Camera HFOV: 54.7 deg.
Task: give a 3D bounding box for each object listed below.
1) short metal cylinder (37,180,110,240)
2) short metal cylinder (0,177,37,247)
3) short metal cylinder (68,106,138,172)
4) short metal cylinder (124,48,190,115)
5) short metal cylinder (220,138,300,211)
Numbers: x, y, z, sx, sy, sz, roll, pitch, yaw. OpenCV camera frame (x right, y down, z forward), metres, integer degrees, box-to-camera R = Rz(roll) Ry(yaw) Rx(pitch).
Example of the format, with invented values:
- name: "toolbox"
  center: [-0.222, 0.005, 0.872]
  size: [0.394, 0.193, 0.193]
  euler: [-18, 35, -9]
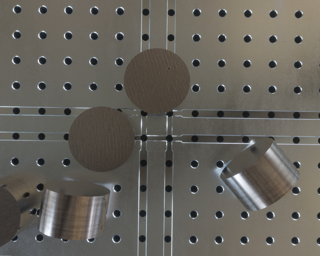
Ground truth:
- name: "short metal cylinder"
  center: [-0.106, 0.099, 0.385]
  size: [0.080, 0.080, 0.050]
  euler: [9, 90, 0]
- name: "short metal cylinder"
  center: [-0.209, 0.107, 0.399]
  size: [0.081, 0.050, 0.079]
  euler: [0, 90, 0]
- name: "short metal cylinder"
  center: [-0.071, 0.013, 0.400]
  size: [0.081, 0.050, 0.079]
  euler: [0, 90, 0]
- name: "short metal cylinder"
  center: [-0.004, -0.057, 0.401]
  size: [0.081, 0.050, 0.079]
  euler: [0, 90, 0]
- name: "short metal cylinder"
  center: [0.123, 0.057, 0.387]
  size: [0.080, 0.080, 0.050]
  euler: [-39, 90, 0]
